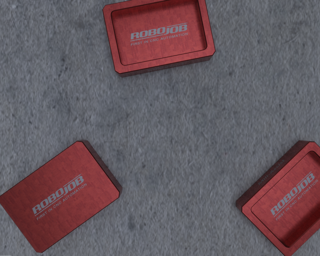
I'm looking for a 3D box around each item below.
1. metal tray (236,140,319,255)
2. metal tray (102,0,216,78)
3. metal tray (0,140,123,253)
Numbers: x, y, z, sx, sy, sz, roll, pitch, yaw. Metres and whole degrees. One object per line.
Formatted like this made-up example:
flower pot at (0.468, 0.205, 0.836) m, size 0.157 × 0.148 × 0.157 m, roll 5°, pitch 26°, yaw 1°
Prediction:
metal tray at (0.179, 0.091, 0.409) m, size 0.130 × 0.030 × 0.090 m, roll -44°, pitch 91°, yaw 0°
metal tray at (-0.001, -0.124, 0.407) m, size 0.131 × 0.030 × 0.089 m, roll -11°, pitch 90°, yaw -1°
metal tray at (-0.127, 0.087, 0.406) m, size 0.130 × 0.030 × 0.090 m, roll -36°, pitch 90°, yaw -1°
